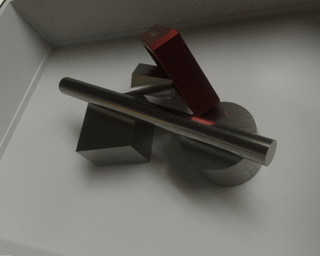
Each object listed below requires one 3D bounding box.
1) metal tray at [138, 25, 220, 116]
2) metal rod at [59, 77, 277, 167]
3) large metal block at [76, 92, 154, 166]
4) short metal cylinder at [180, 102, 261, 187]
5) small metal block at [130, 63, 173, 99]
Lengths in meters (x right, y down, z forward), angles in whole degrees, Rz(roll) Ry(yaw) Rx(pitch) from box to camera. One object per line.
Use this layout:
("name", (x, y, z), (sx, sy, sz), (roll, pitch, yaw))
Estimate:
("metal tray", (0.018, -0.073, 0.365), (0.030, 0.090, 0.130), (-35, 22, 4))
("metal rod", (-0.018, -0.019, 0.358), (0.300, 0.025, 0.025), (20, 72, 35))
("large metal block", (-0.056, 0.002, 0.415), (0.080, 0.050, 0.080), (-7, 59, 24))
("short metal cylinder", (0.069, 0.018, 0.340), (0.080, 0.050, 0.080), (-13, 56, 20))
("small metal block", (-0.008, -0.062, 0.401), (0.050, 0.025, 0.050), (9, 27, 3))
